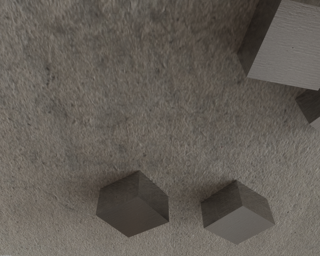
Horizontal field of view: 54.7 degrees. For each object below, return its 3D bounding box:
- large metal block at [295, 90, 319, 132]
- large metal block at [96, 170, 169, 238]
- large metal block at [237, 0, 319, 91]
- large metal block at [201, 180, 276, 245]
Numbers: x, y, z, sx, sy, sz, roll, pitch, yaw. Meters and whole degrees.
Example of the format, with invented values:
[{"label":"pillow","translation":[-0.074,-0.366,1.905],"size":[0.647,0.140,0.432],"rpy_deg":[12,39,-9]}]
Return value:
[{"label":"large metal block","translation":[0.229,-0.027,0.372],"size":[0.080,0.050,0.080],"rpy_deg":[30,124,-23]},{"label":"large metal block","translation":[-0.042,0.123,0.495],"size":[0.080,0.050,0.080],"rpy_deg":[-28,125,21]},{"label":"large metal block","translation":[0.136,-0.091,0.315],"size":[0.081,0.050,0.079],"rpy_deg":[9,130,-8]},{"label":"large metal block","translation":[0.127,0.142,0.514],"size":[0.080,0.050,0.080],"rpy_deg":[33,123,-25]}]
